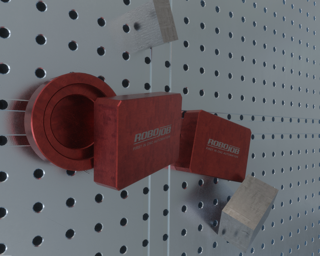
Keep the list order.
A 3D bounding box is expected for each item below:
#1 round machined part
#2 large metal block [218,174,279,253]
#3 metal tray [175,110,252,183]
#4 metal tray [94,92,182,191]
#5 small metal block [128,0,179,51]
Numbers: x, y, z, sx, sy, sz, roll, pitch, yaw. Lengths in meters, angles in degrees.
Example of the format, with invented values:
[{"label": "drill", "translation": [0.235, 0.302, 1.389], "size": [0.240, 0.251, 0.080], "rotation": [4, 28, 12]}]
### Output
[{"label": "round machined part", "translation": [-0.090, -0.006, 0.322], "size": [0.099, 0.042, 0.097], "rotation": [0, 90, -40]}, {"label": "large metal block", "translation": [0.137, 0.134, 0.485], "size": [0.080, 0.050, 0.080], "rotation": [-43, 147, -31]}, {"label": "metal tray", "translation": [0.087, 0.031, 0.479], "size": [0.131, 0.030, 0.090], "rotation": [17, 79, -39]}, {"label": "metal tray", "translation": [-0.019, 0.007, 0.353], "size": [0.131, 0.030, 0.089], "rotation": [-16, 112, -58]}, {"label": "small metal block", "translation": [-0.009, -0.128, 0.385], "size": [0.025, 0.050, 0.050], "rotation": [-25, 106, -37]}]
